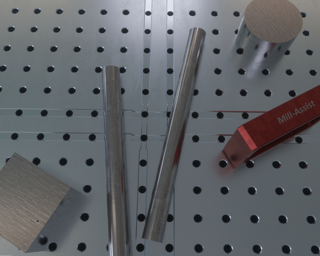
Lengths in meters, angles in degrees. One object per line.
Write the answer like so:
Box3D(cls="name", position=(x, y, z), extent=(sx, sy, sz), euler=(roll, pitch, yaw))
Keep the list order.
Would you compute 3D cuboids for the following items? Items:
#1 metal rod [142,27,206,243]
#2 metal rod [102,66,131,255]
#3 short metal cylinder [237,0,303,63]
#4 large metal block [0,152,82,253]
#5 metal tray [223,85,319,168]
Box3D(cls="metal rod", position=(0.024, -0.005, 0.413), extent=(0.025, 0.025, 0.299), euler=(12, 70, 4))
Box3D(cls="metal rod", position=(-0.056, 0.057, 0.390), extent=(0.025, 0.025, 0.299), euler=(-5, 70, -2))
Box3D(cls="short metal cylinder", position=(0.157, -0.143, 0.452), extent=(0.081, 0.050, 0.080), euler=(0, 70, 0))
Box3D(cls="large metal block", position=(-0.155, 0.088, 0.365), extent=(0.080, 0.050, 0.080), euler=(29, 73, 10))
Box3D(cls="metal tray", position=(0.148, -0.003, 0.379), extent=(0.131, 0.090, 0.030), euler=(-26, 72, -9))
